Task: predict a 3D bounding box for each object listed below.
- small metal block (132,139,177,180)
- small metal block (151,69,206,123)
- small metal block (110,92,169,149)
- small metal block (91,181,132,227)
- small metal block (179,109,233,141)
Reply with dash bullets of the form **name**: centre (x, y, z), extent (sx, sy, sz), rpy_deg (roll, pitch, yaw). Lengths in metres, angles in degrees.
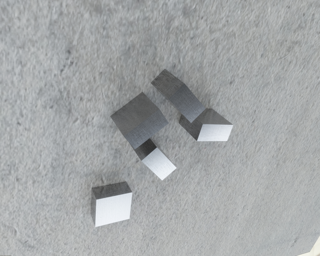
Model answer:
- **small metal block**: centre (-0.011, 0.034, 0.407), extent (0.025, 0.050, 0.050), rpy_deg (-41, 130, 0)
- **small metal block**: centre (0.022, -0.040, 0.380), extent (0.025, 0.050, 0.050), rpy_deg (-45, 130, 3)
- **small metal block**: centre (-0.025, -0.010, 0.372), extent (0.050, 0.050, 0.025), rpy_deg (-38, 130, -3)
- **small metal block**: centre (-0.069, 0.107, 0.437), extent (0.050, 0.025, 0.050), rpy_deg (-6, 122, -26)
- **small metal block**: centre (0.062, -0.005, 0.423), extent (0.050, 0.050, 0.025), rpy_deg (1, 118, -29)
